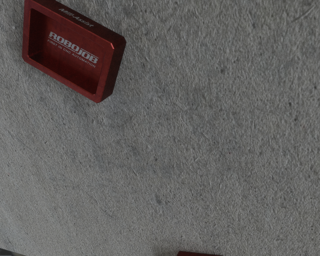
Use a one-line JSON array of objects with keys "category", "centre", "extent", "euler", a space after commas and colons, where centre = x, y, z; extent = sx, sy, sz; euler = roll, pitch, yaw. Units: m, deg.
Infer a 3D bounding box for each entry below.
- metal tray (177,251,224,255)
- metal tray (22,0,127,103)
[{"category": "metal tray", "centre": [0.084, 0.271, 0.527], "extent": [0.090, 0.030, 0.129], "euler": [-7, 115, 31]}, {"category": "metal tray", "centre": [-0.115, -0.101, 0.401], "extent": [0.130, 0.030, 0.089], "euler": [30, 128, 8]}]
